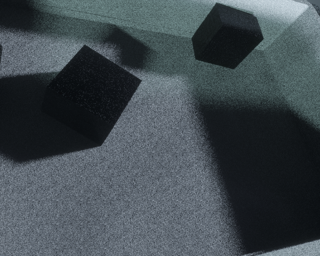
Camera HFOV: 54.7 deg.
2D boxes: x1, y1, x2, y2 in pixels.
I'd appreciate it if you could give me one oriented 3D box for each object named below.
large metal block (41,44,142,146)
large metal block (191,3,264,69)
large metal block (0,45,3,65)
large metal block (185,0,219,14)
[{"bbox_3d":[-0.080,-0.039,0.370,0.080,0.050,0.080,32,52,-8],"label":"large metal block"},{"bbox_3d":[0.111,-0.151,0.522,0.081,0.080,0.050,8,58,-24],"label":"large metal block"},{"bbox_3d":[-0.202,-0.068,0.294,0.050,0.080,0.080,-11,62,5],"label":"large metal block"},{"bbox_3d":[0.081,-0.282,0.607,0.080,0.050,0.080,42,51,1],"label":"large metal block"}]
